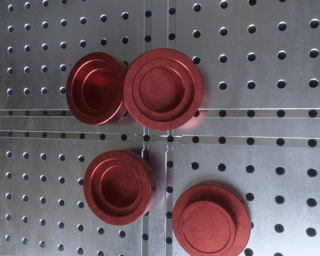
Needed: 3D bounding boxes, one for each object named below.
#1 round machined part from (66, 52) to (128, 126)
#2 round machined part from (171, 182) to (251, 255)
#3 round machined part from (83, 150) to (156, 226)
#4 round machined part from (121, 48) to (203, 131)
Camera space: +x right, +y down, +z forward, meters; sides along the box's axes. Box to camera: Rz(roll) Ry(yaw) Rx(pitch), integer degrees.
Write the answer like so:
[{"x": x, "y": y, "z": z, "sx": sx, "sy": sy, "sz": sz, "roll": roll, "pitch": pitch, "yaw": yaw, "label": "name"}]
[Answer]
[{"x": -0.078, "y": -0.051, "z": 0.428, "sx": 0.098, "sy": 0.042, "sz": 0.098, "roll": -1, "pitch": 87, "yaw": 26, "label": "round machined part"}, {"x": 0.061, "y": 0.119, "z": 0.382, "sx": 0.098, "sy": 0.042, "sz": 0.097, "roll": 0, "pitch": 90, "yaw": 20, "label": "round machined part"}, {"x": -0.051, "y": 0.078, "z": 0.422, "sx": 0.098, "sy": 0.042, "sz": 0.097, "roll": 0, "pitch": 90, "yaw": 19, "label": "round machined part"}, {"x": 0.000, "y": -0.048, "z": 0.388, "sx": 0.099, "sy": 0.042, "sz": 0.097, "roll": -2, "pitch": 100, "yaw": -13, "label": "round machined part"}]
